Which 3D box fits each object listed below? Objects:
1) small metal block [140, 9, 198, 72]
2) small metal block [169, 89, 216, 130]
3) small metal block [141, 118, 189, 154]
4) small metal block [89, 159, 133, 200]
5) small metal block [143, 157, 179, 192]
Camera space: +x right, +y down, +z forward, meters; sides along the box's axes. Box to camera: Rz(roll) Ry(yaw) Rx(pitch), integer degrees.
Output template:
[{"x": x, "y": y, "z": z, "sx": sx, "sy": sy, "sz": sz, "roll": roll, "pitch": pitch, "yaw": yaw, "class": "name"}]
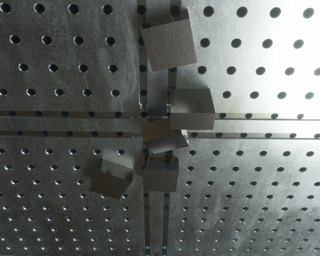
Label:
[{"x": 0.010, "y": -0.093, "z": 0.333, "sx": 0.050, "sy": 0.025, "sz": 0.050, "roll": -10, "pitch": 130, "yaw": 8, "class": "small metal block"}, {"x": 0.037, "y": -0.023, "z": 0.375, "sx": 0.050, "sy": 0.050, "sz": 0.025, "roll": 0, "pitch": 130, "yaw": -1, "class": "small metal block"}, {"x": 0.008, "y": 0.010, "z": 0.407, "sx": 0.050, "sy": 0.025, "sz": 0.050, "roll": -13, "pitch": 155, "yaw": 11, "class": "small metal block"}, {"x": -0.076, "y": 0.080, "z": 0.479, "sx": 0.050, "sy": 0.025, "sz": 0.050, "roll": 22, "pitch": 127, "yaw": -18, "class": "small metal block"}, {"x": 0.001, "y": 0.071, "z": 0.472, "sx": 0.050, "sy": 0.025, "sz": 0.050, "roll": 3, "pitch": 130, "yaw": -3, "class": "small metal block"}]
